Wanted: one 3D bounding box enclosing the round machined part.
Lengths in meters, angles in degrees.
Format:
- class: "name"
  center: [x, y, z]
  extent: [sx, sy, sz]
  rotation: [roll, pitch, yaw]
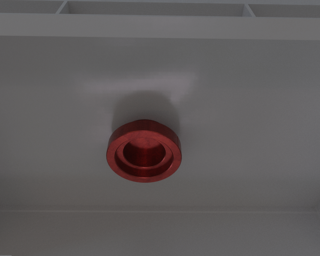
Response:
- class: "round machined part"
  center: [-0.021, 0.027, 0.420]
  extent: [0.099, 0.042, 0.097]
  rotation: [0, 130, 0]
